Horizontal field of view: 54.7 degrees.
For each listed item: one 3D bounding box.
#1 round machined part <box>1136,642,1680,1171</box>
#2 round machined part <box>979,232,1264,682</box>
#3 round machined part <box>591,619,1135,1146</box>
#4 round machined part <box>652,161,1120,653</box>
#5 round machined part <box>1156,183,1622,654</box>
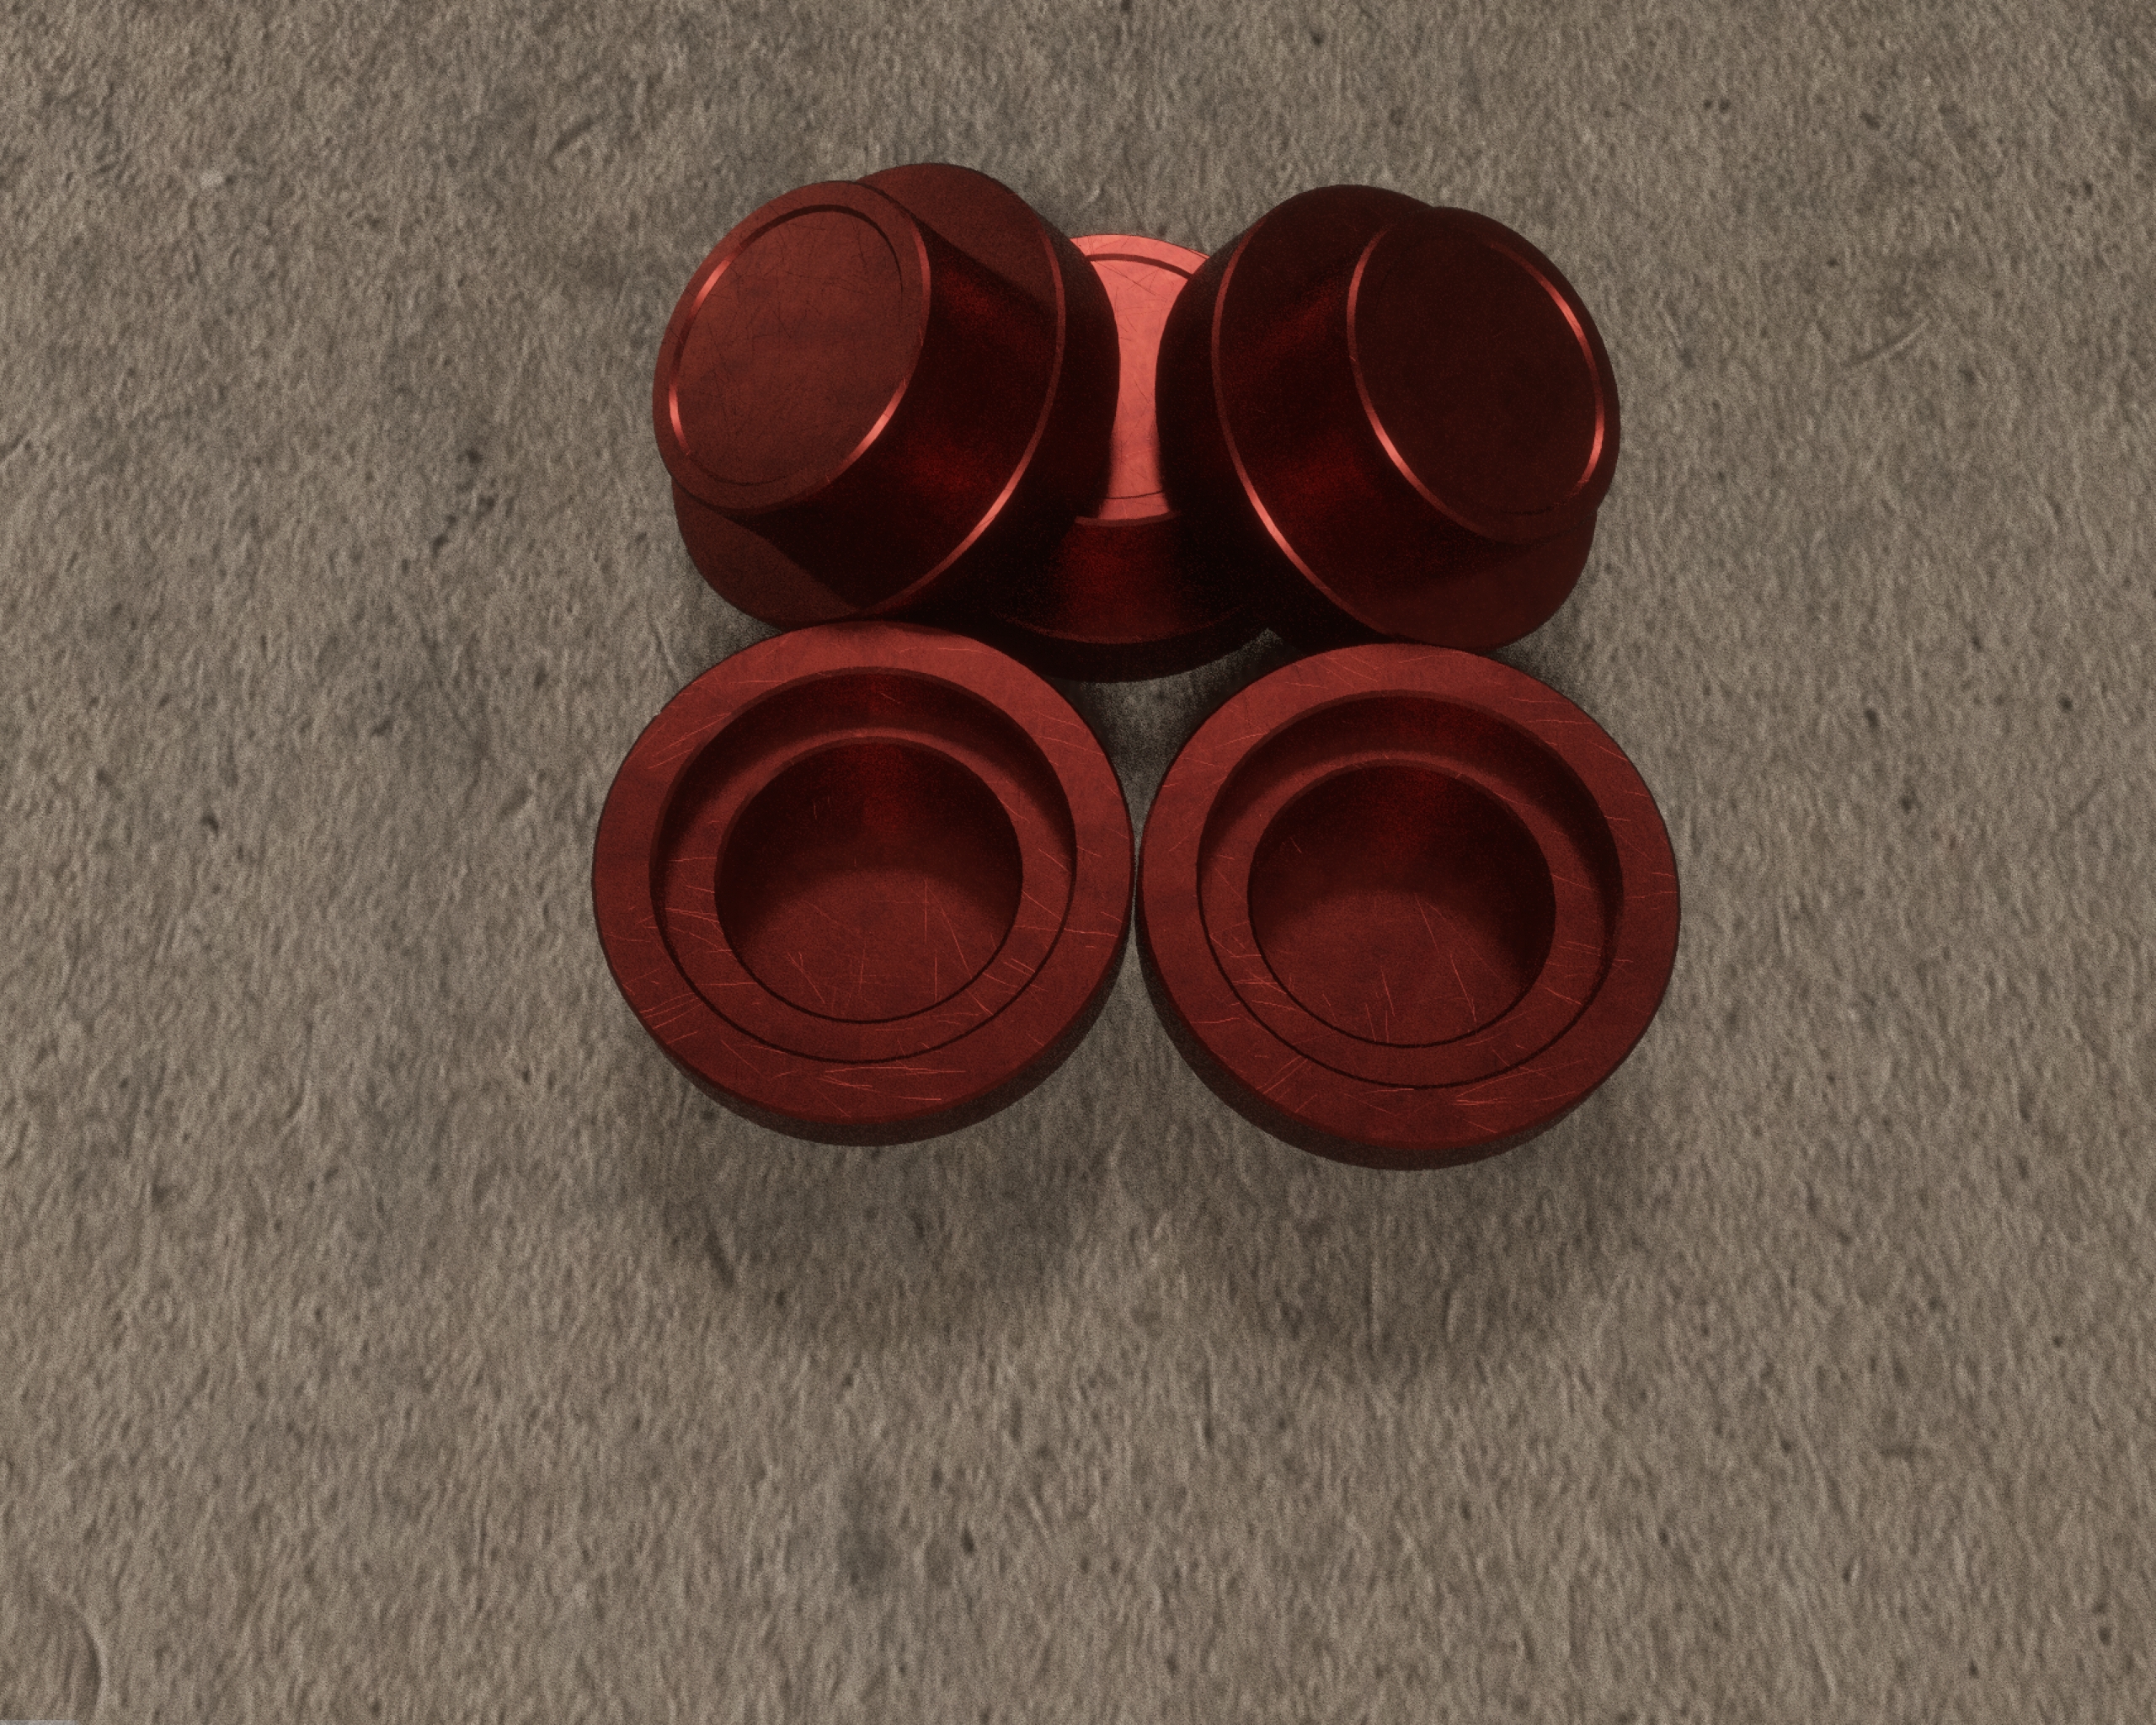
[{"bbox_3d":[0.060,0.011,0.397,0.099,0.042,0.098,0,70,-1],"label":"round machined part"},{"bbox_3d":[0.007,-0.090,0.433,0.099,0.042,0.098,0,70,-1],"label":"round machined part"},{"bbox_3d":[-0.039,0.006,0.397,0.099,0.042,0.098,0,70,-1],"label":"round machined part"},{"bbox_3d":[-0.044,-0.093,0.408,0.098,0.042,0.098,-10,71,31],"label":"round machined part"},{"bbox_3d":[0.068,-0.088,0.410,0.099,0.042,0.098,8,74,-30],"label":"round machined part"}]
